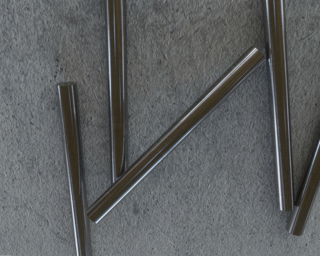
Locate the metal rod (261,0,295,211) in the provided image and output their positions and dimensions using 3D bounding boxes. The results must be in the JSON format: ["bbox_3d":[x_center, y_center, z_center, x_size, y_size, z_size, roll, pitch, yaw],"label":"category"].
[{"bbox_3d":[0.155,-0.023,0.402,0.025,0.025,0.298,-10,110,4],"label":"metal rod"}]

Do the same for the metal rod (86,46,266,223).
[{"bbox_3d":[0.015,0.014,0.398,0.025,0.025,0.300,43,98,-14],"label":"metal rod"}]

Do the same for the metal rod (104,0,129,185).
[{"bbox_3d":[-0.054,-0.046,0.392,0.025,0.025,0.298,1,110,-1],"label":"metal rod"}]

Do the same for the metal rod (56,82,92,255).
[{"bbox_3d":[-0.118,0.084,0.439,0.025,0.025,0.298,0,110,0],"label":"metal rod"}]

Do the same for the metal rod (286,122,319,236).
[{"bbox_3d":[0.222,0.016,0.417,0.025,0.025,0.298,7,110,-3],"label":"metal rod"}]
